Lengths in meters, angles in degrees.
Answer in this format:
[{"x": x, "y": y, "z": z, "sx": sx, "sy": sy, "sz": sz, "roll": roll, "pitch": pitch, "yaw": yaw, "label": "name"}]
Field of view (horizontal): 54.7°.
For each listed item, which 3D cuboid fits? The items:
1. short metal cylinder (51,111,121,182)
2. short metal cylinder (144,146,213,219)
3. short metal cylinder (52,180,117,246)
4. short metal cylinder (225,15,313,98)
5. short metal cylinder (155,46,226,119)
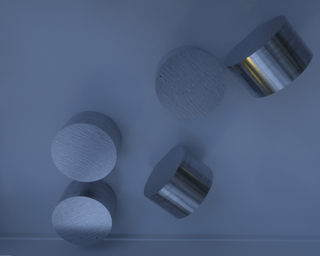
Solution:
[{"x": -0.094, "y": 0.023, "z": 0.406, "sx": 0.081, "sy": 0.050, "sz": 0.079, "roll": 0, "pitch": 110, "yaw": 0, "label": "short metal cylinder"}, {"x": 0.024, "y": 0.071, "z": 0.408, "sx": 0.050, "sy": 0.080, "sz": 0.080, "roll": 39, "pitch": 106, "yaw": -13, "label": "short metal cylinder"}, {"x": -0.105, "y": 0.118, "z": 0.440, "sx": 0.081, "sy": 0.050, "sz": 0.079, "roll": 0, "pitch": 110, "yaw": 0, "label": "short metal cylinder"}, {"x": 0.122, "y": -0.080, "z": 0.353, "sx": 0.080, "sy": 0.080, "sz": 0.050, "roll": -42, "pitch": 105, "yaw": 14, "label": "short metal cylinder"}, {"x": 0.035, "y": -0.057, "z": 0.377, "sx": 0.081, "sy": 0.050, "sz": 0.079, "roll": 0, "pitch": 110, "yaw": 0, "label": "short metal cylinder"}]
